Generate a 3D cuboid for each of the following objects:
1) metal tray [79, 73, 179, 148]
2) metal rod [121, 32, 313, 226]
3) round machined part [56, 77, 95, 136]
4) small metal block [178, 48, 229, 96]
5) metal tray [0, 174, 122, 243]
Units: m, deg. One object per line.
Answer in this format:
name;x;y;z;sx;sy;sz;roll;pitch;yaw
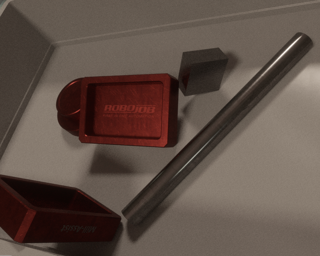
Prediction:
metal tray;-0.043;-0.022;0.407;0.130;0.030;0.089;2;88;23
metal rod;0.070;-0.001;0.368;0.300;0.025;0.025;-45;51;-4
round machined part;-0.120;-0.039;0.480;0.098;0.042;0.098;-13;56;20
small metal block;0.053;-0.071;0.392;0.050;0.050;0.025;-12;49;-19
metal tray;-0.116;0.089;0.340;0.090;0.130;0.030;21;85;35
